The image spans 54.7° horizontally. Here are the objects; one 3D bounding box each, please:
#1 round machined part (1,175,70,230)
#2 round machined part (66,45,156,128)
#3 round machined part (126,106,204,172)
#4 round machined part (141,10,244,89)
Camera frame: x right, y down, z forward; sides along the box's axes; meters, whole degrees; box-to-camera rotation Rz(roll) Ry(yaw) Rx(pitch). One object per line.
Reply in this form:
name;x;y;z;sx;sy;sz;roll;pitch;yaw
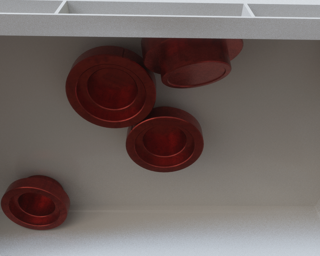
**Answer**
round machined part;-0.191;0.113;0.488;0.099;0.042;0.097;0;125;0
round machined part;-0.053;-0.050;0.355;0.099;0.042;0.097;0;130;0
round machined part;0.006;0.010;0.407;0.099;0.042;0.097;0;130;0
round machined part;0.033;-0.070;0.305;0.099;0.042;0.098;-8;168;-1
